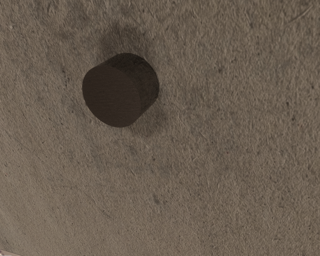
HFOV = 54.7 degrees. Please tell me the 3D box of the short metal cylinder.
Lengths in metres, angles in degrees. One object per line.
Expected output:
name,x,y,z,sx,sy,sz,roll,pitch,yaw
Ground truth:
short metal cylinder,-0.048,-0.047,0.385,0.080,0.050,0.079,13,124,20
